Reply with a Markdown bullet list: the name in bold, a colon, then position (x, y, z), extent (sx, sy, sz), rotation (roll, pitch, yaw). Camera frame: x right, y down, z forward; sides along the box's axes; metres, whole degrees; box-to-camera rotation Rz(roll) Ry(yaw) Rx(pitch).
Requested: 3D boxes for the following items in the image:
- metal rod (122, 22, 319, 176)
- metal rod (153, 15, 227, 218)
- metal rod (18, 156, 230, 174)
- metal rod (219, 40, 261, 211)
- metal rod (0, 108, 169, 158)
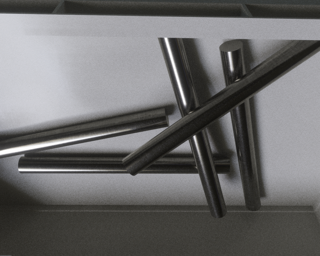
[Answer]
- **metal rod**: position (0.083, -0.037, 0.342), extent (0.300, 0.025, 0.025), rotation (-35, 123, 12)
- **metal rod**: position (0.047, 0.009, 0.395), extent (0.025, 0.025, 0.299), rotation (-13, 123, 10)
- **metal rod**: position (-0.050, 0.054, 0.454), extent (0.302, 0.025, 0.025), rotation (0, 130, -1)
- **metal rod**: position (0.117, 0.020, 0.428), extent (0.025, 0.025, 0.299), rotation (-12, 129, 10)
- **metal rod**: position (-0.137, 0.014, 0.418), extent (0.301, 0.025, 0.025), rotation (-11, 130, 8)
